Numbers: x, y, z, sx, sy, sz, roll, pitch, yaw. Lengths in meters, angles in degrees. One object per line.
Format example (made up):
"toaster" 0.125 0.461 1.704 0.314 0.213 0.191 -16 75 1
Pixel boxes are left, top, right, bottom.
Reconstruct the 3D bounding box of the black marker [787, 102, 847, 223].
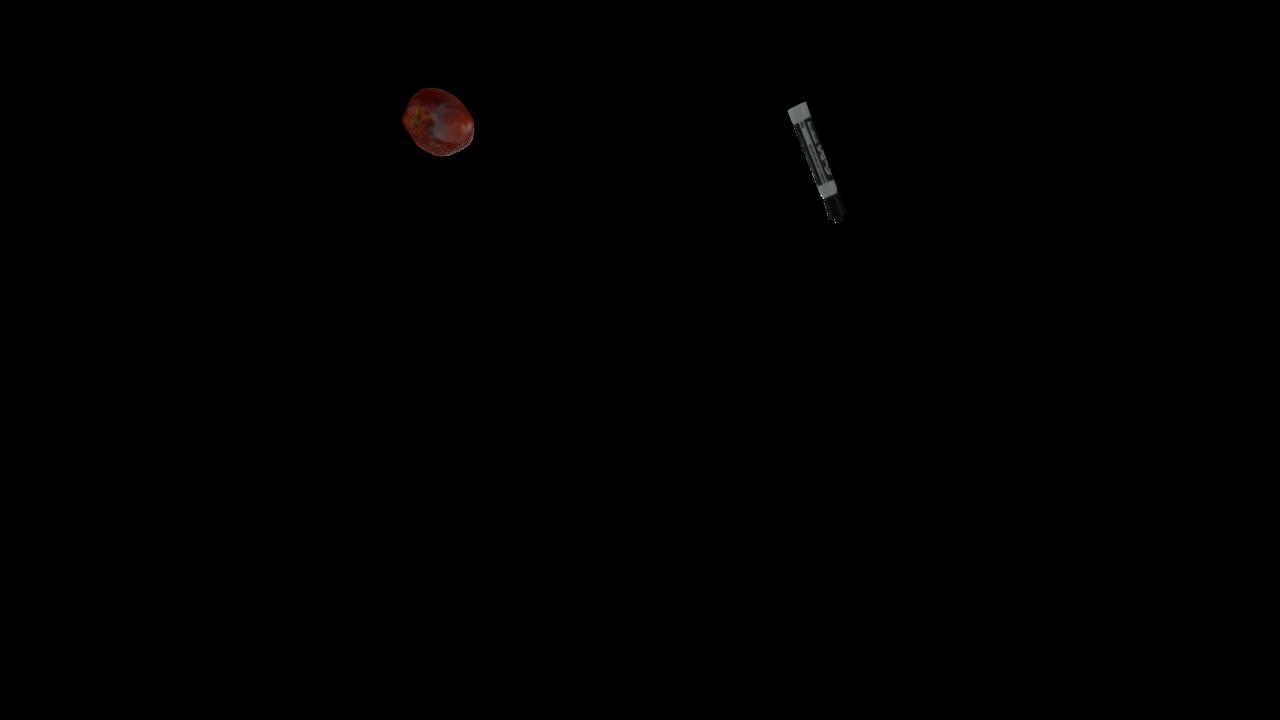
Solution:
"black marker" 0.177 -0.193 0.609 0.020 0.121 0.020 -25 13 6

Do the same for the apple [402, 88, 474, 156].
"apple" -0.249 -0.295 0.761 0.079 0.079 0.093 0 15 20
